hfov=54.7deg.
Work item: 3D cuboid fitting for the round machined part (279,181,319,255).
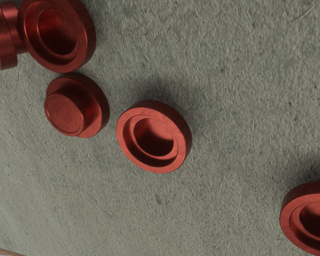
[{"bbox_3d":[0.192,0.100,0.356,0.098,0.042,0.097,13,124,21],"label":"round machined part"}]

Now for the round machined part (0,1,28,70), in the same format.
[{"bbox_3d":[-0.207,-0.129,0.408,0.098,0.042,0.097,39,142,40],"label":"round machined part"}]

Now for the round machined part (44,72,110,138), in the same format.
[{"bbox_3d":[-0.126,-0.027,0.446,0.098,0.042,0.097,13,124,21],"label":"round machined part"}]

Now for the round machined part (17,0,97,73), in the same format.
[{"bbox_3d":[-0.121,-0.121,0.383,0.098,0.042,0.097,11,123,18],"label":"round machined part"}]

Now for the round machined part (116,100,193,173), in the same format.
[{"bbox_3d":[-0.004,0.007,0.403,0.098,0.042,0.097,13,124,21],"label":"round machined part"}]
